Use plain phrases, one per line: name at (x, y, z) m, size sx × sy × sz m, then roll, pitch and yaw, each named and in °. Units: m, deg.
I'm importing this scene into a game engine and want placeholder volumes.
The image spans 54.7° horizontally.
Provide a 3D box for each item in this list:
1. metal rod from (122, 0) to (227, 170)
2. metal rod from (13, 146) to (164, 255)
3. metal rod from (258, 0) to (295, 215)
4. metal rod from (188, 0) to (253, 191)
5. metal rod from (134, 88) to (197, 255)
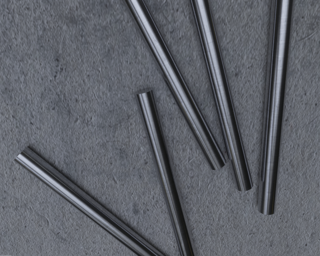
metal rod at (0.011, -0.074, 0.382) m, size 0.025 × 0.025 × 0.299 m, roll -26°, pitch 108°, yaw 9°
metal rod at (-0.083, 0.134, 0.458) m, size 0.025 × 0.025 × 0.300 m, roll -43°, pitch 105°, yaw 14°
metal rod at (0.149, -0.019, 0.403) m, size 0.025 × 0.025 × 0.298 m, roll -3°, pitch 110°, yaw 1°
metal rod at (0.076, -0.051, 0.391) m, size 0.025 × 0.025 × 0.298 m, roll -16°, pitch 110°, yaw 6°
metal rod at (0.015, 0.089, 0.442) m, size 0.025 × 0.025 × 0.298 m, roll -13°, pitch 110°, yaw 5°
